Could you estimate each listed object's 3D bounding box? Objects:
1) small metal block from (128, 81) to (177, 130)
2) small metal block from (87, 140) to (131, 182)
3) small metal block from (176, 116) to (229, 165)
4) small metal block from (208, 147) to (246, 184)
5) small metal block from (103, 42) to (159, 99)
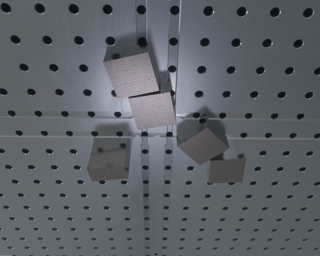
[{"bbox_3d":[-0.008,-0.028,0.388,0.050,0.025,0.050,-8,130,7],"label":"small metal block"},{"bbox_3d":[-0.070,0.045,0.433,0.050,0.050,0.025,-6,130,4],"label":"small metal block"},{"bbox_3d":[0.059,0.018,0.427,0.050,0.025,0.050,-35,122,25],"label":"small metal block"},{"bbox_3d":[0.097,0.056,0.459,0.050,0.025,0.050,-3,130,2],"label":"small metal block"},{"bbox_3d":[-0.031,-0.065,0.356,0.050,0.025,0.050,-11,130,8],"label":"small metal block"}]
